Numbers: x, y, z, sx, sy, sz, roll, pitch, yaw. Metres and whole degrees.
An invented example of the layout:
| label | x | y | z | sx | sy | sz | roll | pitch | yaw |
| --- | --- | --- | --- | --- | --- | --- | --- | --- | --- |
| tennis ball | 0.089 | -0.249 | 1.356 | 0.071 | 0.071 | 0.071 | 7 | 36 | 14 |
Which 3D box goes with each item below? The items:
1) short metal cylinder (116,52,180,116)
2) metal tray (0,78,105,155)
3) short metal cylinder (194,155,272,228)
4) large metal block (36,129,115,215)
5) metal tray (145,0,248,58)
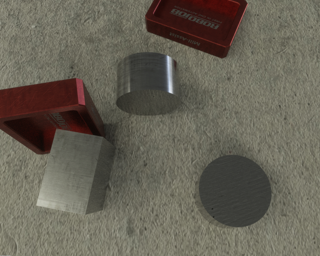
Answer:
| label | x | y | z | sx | sy | sz | roll | pitch | yaw |
| --- | --- | --- | --- | --- | --- | --- | --- | --- | --- |
| short metal cylinder | -0.015 | -0.054 | 0.398 | 0.081 | 0.080 | 0.050 | -1 | 70 | -1 |
| metal tray | -0.119 | -0.007 | 0.354 | 0.091 | 0.130 | 0.030 | -10 | 71 | -4 |
| short metal cylinder | 0.084 | 0.077 | 0.367 | 0.081 | 0.050 | 0.080 | 0 | 70 | 0 |
| large metal block | -0.090 | 0.051 | 0.354 | 0.050 | 0.080 | 0.080 | 10 | 78 | 3 |
| metal tray | 0.054 | -0.169 | 0.467 | 0.130 | 0.030 | 0.090 | 22 | 71 | 7 |
